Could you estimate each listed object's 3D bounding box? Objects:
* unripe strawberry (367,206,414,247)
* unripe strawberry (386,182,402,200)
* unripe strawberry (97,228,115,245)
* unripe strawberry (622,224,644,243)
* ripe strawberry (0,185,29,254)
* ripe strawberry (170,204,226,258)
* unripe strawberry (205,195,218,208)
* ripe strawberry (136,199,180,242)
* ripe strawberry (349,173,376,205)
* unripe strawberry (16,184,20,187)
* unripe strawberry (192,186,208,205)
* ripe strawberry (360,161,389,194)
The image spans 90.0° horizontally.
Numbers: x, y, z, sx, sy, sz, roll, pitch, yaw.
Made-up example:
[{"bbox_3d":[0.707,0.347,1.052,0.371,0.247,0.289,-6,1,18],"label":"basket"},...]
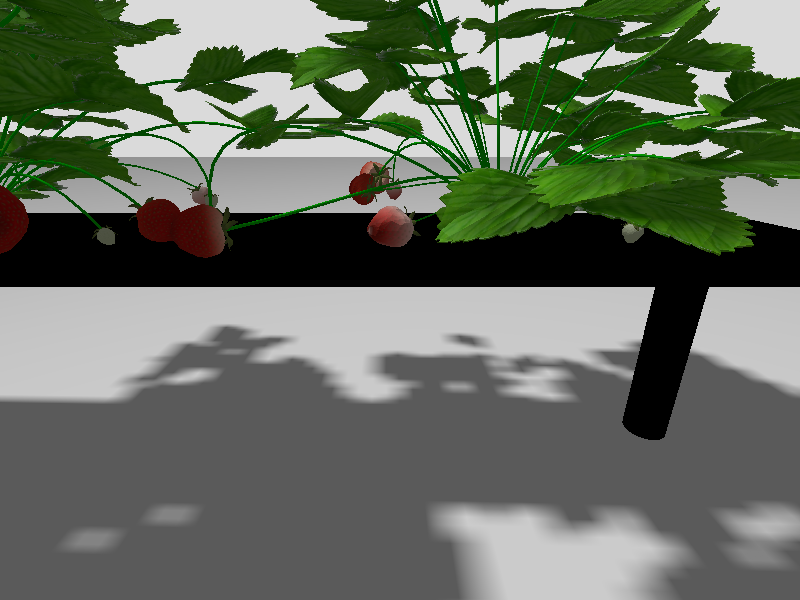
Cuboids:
[{"bbox_3d":[-0.007,-0.048,0.264,0.031,0.026,0.031,-19,28,-39],"label":"unripe strawberry"},{"bbox_3d":[-0.008,-0.140,0.514,0.022,0.022,0.019,-11,24,-25],"label":"unripe strawberry"},{"bbox_3d":[-0.199,-0.042,0.272,0.012,0.011,0.010,-39,-1,33],"label":"unripe strawberry"},{"bbox_3d":[0.158,-0.045,0.272,0.012,0.013,0.013,-18,28,-39],"label":"unripe strawberry"},{"bbox_3d":[-0.259,-0.050,0.248,0.048,0.047,0.045,20,29,40],"label":"ripe strawberry"},{"bbox_3d":[-0.121,-0.041,0.241,0.030,0.031,0.027,-12,24,-26],"label":"ripe strawberry"},{"bbox_3d":[-0.168,-0.088,0.357,0.011,0.011,0.011,-2,21,-4],"label":"unripe strawberry"},{"bbox_3d":[-0.165,-0.054,0.280,0.032,0.031,0.029,28,27,8],"label":"ripe strawberry"},{"bbox_3d":[-0.043,-0.127,0.458,0.033,0.034,0.030,18,28,40],"label":"ripe strawberry"},{"bbox_3d":[-0.480,-0.143,0.508,0.011,0.010,0.010,-13,25,-31],"label":"unripe strawberry"},{"bbox_3d":[-0.216,-0.113,0.441,0.024,0.021,0.022,28,-23,50],"label":"unripe strawberry"},{"bbox_3d":[-0.038,-0.171,0.565,0.042,0.044,0.046,-11,8,-25],"label":"ripe strawberry"}]
